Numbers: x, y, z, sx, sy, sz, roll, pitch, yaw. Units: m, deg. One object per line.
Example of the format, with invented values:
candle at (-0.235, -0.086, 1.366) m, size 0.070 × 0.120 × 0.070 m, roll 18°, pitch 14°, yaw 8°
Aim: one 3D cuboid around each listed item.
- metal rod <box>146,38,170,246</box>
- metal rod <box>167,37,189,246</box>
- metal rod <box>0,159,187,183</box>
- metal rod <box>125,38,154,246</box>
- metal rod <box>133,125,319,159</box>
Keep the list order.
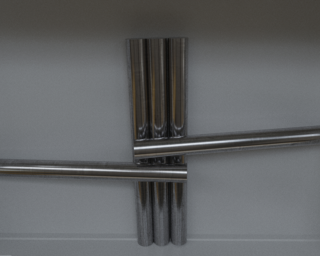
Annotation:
metal rod at (-0.001, 0.032, 0.422) m, size 0.025 × 0.025 × 0.298 m, roll -1°, pitch 110°, yaw 0°
metal rod at (0.025, 0.032, 0.422) m, size 0.025 × 0.025 × 0.298 m, roll -1°, pitch 110°, yaw 0°
metal rod at (-0.115, 0.056, 0.412) m, size 0.302 × 0.025 × 0.025 m, roll 1°, pitch 110°, yaw 5°
metal rod at (-0.025, 0.033, 0.422) m, size 0.025 × 0.025 × 0.298 m, roll -1°, pitch 110°, yaw 0°
metal rod at (0.118, 0.016, 0.399) m, size 0.302 × 0.025 × 0.025 m, roll -4°, pitch 110°, yaw -6°
